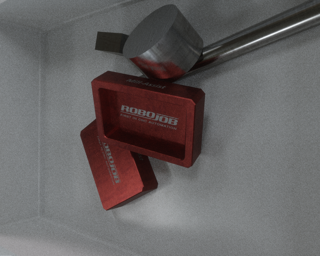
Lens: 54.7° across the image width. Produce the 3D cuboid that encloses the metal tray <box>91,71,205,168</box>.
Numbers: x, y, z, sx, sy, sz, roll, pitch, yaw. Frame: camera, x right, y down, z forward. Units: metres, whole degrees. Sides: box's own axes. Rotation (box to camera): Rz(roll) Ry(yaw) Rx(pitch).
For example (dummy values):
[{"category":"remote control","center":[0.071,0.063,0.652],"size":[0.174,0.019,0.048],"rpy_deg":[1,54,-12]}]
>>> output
[{"category":"metal tray","center":[-0.015,-0.012,0.369],"size":[0.130,0.030,0.089],"rpy_deg":[14,125,22]}]

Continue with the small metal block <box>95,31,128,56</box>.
[{"category":"small metal block","center":[-0.053,-0.115,0.432],"size":[0.050,0.050,0.025],"rpy_deg":[18,101,38]}]

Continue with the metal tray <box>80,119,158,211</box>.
[{"category":"metal tray","center":[-0.064,0.044,0.454],"size":[0.090,0.030,0.130],"rpy_deg":[-34,69,34]}]

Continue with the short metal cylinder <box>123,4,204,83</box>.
[{"category":"short metal cylinder","center":[0.003,-0.096,0.363],"size":[0.080,0.050,0.080],"rpy_deg":[-29,39,27]}]

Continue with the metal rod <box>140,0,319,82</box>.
[{"category":"metal rod","center":[0.085,-0.090,0.335],"size":[0.300,0.025,0.025],"rpy_deg":[-16,80,38]}]
